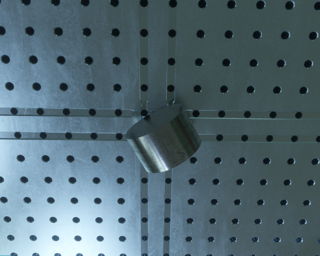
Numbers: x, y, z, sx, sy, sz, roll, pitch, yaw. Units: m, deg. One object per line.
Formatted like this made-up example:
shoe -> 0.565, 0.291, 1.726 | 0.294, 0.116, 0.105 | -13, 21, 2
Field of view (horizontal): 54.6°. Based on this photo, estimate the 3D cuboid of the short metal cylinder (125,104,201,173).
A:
short metal cylinder -> 0.004, 0.012, 0.388 | 0.080, 0.080, 0.050 | -27, 107, 9
